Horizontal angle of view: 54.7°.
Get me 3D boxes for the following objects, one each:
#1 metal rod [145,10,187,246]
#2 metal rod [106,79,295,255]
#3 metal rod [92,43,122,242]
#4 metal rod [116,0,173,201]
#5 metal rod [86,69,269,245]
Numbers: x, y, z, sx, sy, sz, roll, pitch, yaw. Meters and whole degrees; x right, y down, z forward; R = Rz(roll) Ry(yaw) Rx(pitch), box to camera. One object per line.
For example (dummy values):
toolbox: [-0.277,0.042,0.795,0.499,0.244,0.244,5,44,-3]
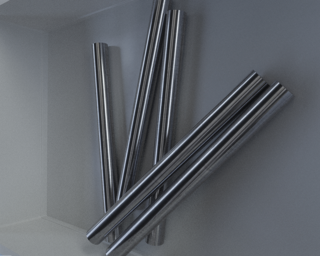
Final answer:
metal rod: [0.007,0.003,0.400,0.025,0.025,0.298,9,96,39]
metal rod: [0.031,0.064,0.359,0.299,0.025,0.025,-48,61,21]
metal rod: [-0.082,0.019,0.474,0.025,0.025,0.298,-8,85,40]
metal rod: [-0.025,-0.025,0.427,0.025,0.025,0.298,19,102,38]
metal rod: [0.008,0.048,0.372,0.299,0.025,0.025,-46,62,20]
